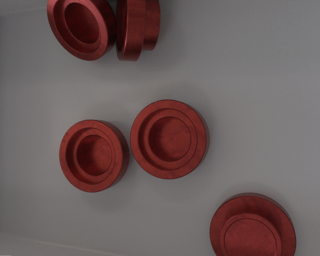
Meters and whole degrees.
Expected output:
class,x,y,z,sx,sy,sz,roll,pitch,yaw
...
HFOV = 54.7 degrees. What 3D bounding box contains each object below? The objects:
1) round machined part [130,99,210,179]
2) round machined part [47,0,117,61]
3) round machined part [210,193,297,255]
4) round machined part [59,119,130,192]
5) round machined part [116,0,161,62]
class,x,y,z,sx,sy,sz,roll,pitch,yaw
round machined part,0.015,0.014,0.396,0.098,0.042,0.097,0,90,20
round machined part,-0.100,-0.145,0.420,0.098,0.042,0.097,18,135,20
round machined part,0.107,0.129,0.364,0.098,0.042,0.097,0,90,20
round machined part,-0.087,0.037,0.432,0.098,0.042,0.097,0,90,20
round machined part,-0.029,-0.134,0.392,0.042,0.098,0.097,0,90,-16
